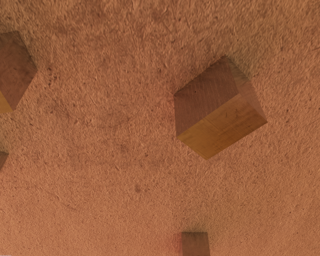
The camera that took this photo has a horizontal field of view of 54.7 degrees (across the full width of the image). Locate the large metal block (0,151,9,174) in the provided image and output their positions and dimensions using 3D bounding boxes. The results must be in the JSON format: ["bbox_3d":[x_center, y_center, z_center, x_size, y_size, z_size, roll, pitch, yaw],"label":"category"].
[{"bbox_3d":[-0.268,0.064,0.423,0.080,0.080,0.050,25,126,-20],"label":"large metal block"}]

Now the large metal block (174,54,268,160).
[{"bbox_3d":[0.063,-0.024,0.351,0.080,0.080,0.050,-37,121,27],"label":"large metal block"}]

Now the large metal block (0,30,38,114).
[{"bbox_3d":[-0.188,-0.055,0.322,0.080,0.080,0.050,-8,130,7],"label":"large metal block"}]

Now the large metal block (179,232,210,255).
[{"bbox_3d":[0.065,0.256,0.590,0.050,0.080,0.079,1,130,-1],"label":"large metal block"}]
